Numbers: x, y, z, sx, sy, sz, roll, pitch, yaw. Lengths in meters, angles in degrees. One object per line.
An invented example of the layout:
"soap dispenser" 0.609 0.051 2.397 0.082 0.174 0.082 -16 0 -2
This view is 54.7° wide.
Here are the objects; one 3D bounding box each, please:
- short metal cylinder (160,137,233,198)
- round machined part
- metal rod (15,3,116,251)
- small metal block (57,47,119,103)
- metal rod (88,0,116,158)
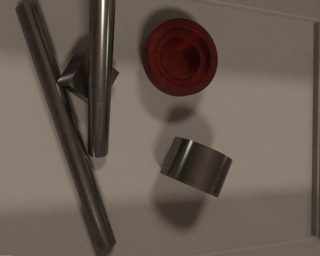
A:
"short metal cylinder" 0.046 0.051 0.400 0.080 0.080 0.050 26 81 -19
"round machined part" 0.023 -0.090 0.411 0.099 0.042 0.097 0 90 -21
"metal rod" -0.110 0.004 0.370 0.025 0.025 0.298 -19 97 -19
"small metal block" -0.084 -0.060 0.368 0.050 0.025 0.050 39 72 -45
"metal rod" -0.059 -0.099 0.313 0.025 0.025 0.298 -4 121 -20
